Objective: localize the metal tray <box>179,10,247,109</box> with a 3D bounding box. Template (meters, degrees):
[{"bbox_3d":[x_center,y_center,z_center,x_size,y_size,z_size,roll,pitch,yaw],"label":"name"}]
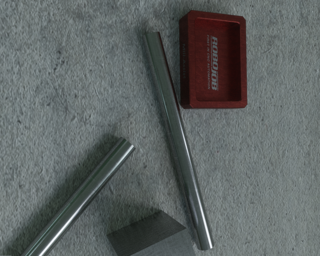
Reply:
[{"bbox_3d":[0.075,-0.092,0.435,0.091,0.030,0.129,-1,91,-21],"label":"metal tray"}]

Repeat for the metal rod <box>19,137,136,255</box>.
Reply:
[{"bbox_3d":[-0.133,0.132,0.360,0.025,0.025,0.300,43,76,-15],"label":"metal rod"}]

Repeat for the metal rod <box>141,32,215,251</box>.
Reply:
[{"bbox_3d":[0.026,0.022,0.419,0.025,0.025,0.298,-17,96,-20],"label":"metal rod"}]

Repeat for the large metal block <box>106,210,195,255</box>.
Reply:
[{"bbox_3d":[-0.012,0.149,0.377,0.081,0.080,0.050,-19,97,-19],"label":"large metal block"}]
